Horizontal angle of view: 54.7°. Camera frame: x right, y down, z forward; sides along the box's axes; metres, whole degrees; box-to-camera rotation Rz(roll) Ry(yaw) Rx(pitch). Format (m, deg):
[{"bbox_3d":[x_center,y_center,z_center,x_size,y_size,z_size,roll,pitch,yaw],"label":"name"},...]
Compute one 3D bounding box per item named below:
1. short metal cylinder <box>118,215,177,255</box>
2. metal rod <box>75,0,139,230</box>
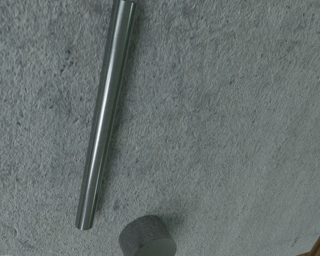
[{"bbox_3d":[-0.020,0.188,0.498,0.081,0.050,0.079,-14,125,-21],"label":"short metal cylinder"},{"bbox_3d":[-0.070,0.003,0.371,0.025,0.025,0.298,1,118,-29],"label":"metal rod"}]
